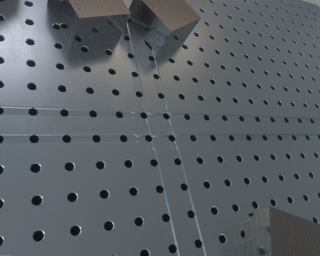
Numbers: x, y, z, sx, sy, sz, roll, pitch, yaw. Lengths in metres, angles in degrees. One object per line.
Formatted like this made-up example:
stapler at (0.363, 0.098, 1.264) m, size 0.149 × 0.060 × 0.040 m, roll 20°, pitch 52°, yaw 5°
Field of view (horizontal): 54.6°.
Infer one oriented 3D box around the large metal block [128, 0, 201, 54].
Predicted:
large metal block at (0.005, -0.178, 0.503) m, size 0.080 × 0.050 × 0.080 m, roll 48°, pitch 51°, yaw 6°

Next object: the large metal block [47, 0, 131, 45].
large metal block at (-0.101, -0.171, 0.442) m, size 0.081 × 0.050 × 0.080 m, roll -21°, pitch 73°, yaw -36°

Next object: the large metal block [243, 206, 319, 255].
large metal block at (0.151, 0.152, 0.380) m, size 0.080 × 0.050 × 0.080 m, roll 22°, pitch 54°, yaw -15°
